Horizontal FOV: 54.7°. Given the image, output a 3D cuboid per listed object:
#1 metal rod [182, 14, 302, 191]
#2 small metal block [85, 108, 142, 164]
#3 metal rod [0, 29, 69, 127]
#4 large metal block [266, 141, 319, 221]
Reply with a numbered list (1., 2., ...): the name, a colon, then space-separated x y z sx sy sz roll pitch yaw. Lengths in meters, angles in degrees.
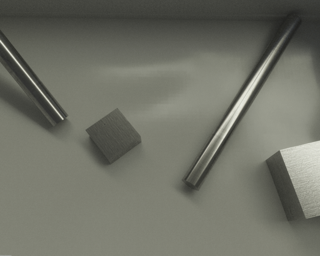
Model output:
1. metal rod: 0.120 -0.046 0.428 0.025 0.025 0.300 32 73 10
2. small metal block: -0.060 0.011 0.405 0.050 0.025 0.050 -37 74 -13
3. metal rod: -0.219 -0.128 0.383 0.025 0.025 0.299 -39 102 -13
4. large metal block: 0.188 0.062 0.376 0.081 0.050 0.080 -12 71 -5
